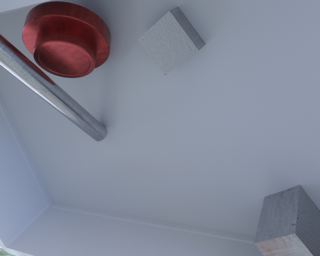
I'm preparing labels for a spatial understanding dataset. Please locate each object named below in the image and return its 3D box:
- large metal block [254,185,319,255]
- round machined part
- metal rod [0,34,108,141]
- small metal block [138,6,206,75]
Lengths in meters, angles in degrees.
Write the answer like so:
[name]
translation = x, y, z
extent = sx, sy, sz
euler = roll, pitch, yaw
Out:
[large metal block]
translation = 0.163, 0.129, 0.367
extent = 0.050, 0.080, 0.080
euler = -34, 100, 38
[round machined part]
translation = -0.108, -0.094, 0.362
extent = 0.099, 0.042, 0.098
euler = 0, 154, 0
[metal rod]
translation = -0.148, -0.062, 0.344
extent = 0.025, 0.025, 0.300
euler = 1, 153, 27
[small metal block]
translation = 0.013, -0.095, 0.342
extent = 0.050, 0.025, 0.050
euler = -31, 101, 37
